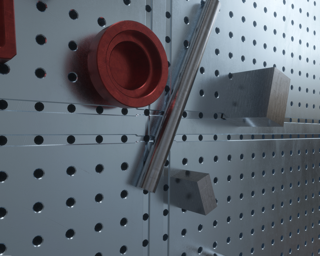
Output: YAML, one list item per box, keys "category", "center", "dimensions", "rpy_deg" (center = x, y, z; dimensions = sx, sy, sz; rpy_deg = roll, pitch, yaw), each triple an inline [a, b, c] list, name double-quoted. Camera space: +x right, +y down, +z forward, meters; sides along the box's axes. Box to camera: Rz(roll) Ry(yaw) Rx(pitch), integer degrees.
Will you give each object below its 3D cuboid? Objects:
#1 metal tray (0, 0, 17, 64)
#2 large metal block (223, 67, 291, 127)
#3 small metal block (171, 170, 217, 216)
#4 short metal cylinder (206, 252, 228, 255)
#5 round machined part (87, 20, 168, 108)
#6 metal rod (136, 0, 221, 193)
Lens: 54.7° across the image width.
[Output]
- category: "metal tray"
  center: [-0.190, -0.103, 0.246]
  dimensions: [0.131, 0.030, 0.089]
  rpy_deg: [-4, 92, -40]
- category: "large metal block"
  center: [0.157, -0.047, 0.504]
  dimensions: [0.050, 0.080, 0.080]
  rpy_deg: [21, 77, -38]
- category: "small metal block"
  center: [0.047, 0.089, 0.433]
  dimensions: [0.025, 0.050, 0.050]
  rpy_deg: [-25, 106, -37]
- category: "short metal cylinder"
  center: [0.097, 0.238, 0.475]
  dimensions: [0.081, 0.050, 0.080]
  rpy_deg: [0, 90, -40]
- category: "round machined part"
  center: [-0.041, -0.072, 0.364]
  dimensions: [0.099, 0.042, 0.097]
  rpy_deg: [0, 90, -40]
- category: "metal rod"
  center: [0.032, -0.056, 0.435]
  dimensions: [0.025, 0.025, 0.299]
  rpy_deg: [32, 70, -36]
